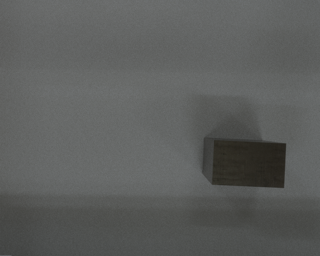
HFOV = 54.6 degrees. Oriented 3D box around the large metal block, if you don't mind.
[{"bbox_3d":[0.099,0.040,0.385,0.080,0.080,0.050,3,90,0],"label":"large metal block"}]
